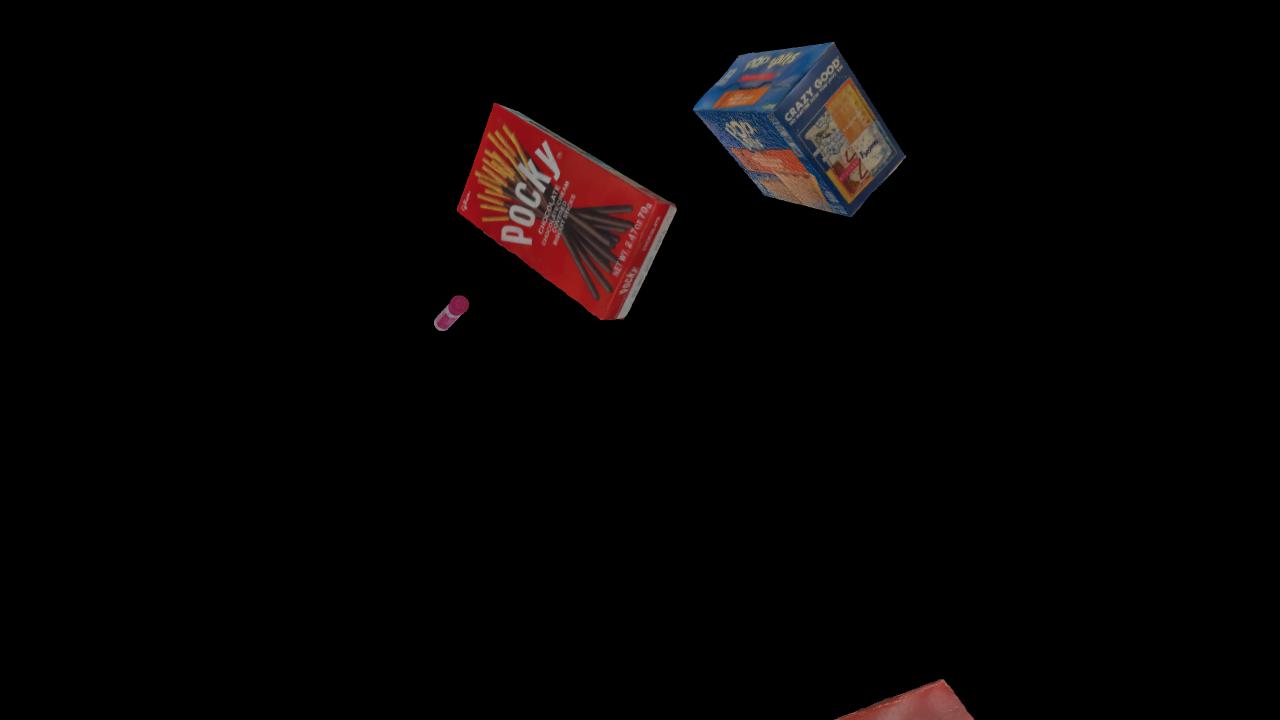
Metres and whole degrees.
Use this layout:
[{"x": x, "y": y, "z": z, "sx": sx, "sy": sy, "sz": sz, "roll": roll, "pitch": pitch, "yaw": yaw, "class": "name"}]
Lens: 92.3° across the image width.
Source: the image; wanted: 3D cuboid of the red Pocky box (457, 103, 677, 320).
[{"x": -0.055, "y": -0.099, "z": 0.404, "sx": 0.155, "sy": 0.083, "sz": 0.028, "roll": 37, "pitch": 25, "yaw": 25, "class": "red Pocky box"}]

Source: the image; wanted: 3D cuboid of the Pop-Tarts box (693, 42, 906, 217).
[{"x": 0.157, "y": -0.234, "z": 0.632, "sx": 0.141, "sy": 0.083, "sz": 0.167, "roll": 40, "pitch": 3, "yaw": -30, "class": "Pop-Tarts box"}]

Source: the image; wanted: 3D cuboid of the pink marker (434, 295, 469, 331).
[{"x": -0.206, "y": -0.050, "z": 0.670, "sx": 0.020, "sy": 0.020, "sz": 0.121, "roll": 0, "pitch": -6, "yaw": -26, "class": "pink marker"}]

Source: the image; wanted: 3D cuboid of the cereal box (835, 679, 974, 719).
[{"x": 0.187, "y": 0.441, "z": 0.567, "sx": 0.203, "sy": 0.306, "sz": 0.081, "roll": -11, "pitch": 33, "yaw": -14, "class": "cereal box"}]
